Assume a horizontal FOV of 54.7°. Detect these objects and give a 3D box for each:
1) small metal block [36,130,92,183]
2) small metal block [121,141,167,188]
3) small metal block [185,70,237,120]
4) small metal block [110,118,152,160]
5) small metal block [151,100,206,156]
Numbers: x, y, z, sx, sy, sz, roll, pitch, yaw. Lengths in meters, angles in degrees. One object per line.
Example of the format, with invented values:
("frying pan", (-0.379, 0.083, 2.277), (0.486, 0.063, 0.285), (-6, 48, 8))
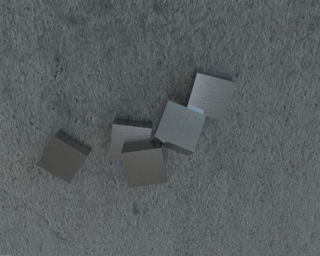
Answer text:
("small metal block", (-0.130, 0.039, 0.423), (0.050, 0.025, 0.050), (34, 106, -12))
("small metal block", (-0.019, 0.046, 0.400), (0.050, 0.025, 0.050), (-8, 111, 2))
("small metal block", (0.063, -0.042, 0.395), (0.050, 0.025, 0.050), (13, 109, -5))
("small metal block", (-0.039, 0.017, 0.415), (0.050, 0.025, 0.050), (7, 110, -3))
("small metal block", (0.023, 0.001, 0.382), (0.050, 0.025, 0.050), (22, 71, -5))
